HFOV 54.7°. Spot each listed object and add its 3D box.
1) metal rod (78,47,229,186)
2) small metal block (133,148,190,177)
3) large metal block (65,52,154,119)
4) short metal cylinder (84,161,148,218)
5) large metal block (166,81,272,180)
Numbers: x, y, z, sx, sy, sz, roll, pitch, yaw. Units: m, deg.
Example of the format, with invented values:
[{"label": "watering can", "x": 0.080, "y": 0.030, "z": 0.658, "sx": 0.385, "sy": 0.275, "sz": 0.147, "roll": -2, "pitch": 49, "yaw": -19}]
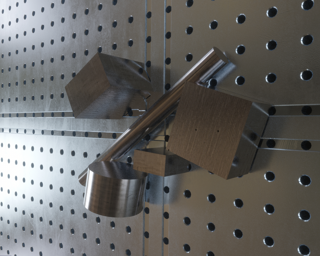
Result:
[{"label": "metal rod", "x": -0.027, "y": 0.001, "z": 0.428, "sx": 0.299, "sy": 0.025, "sz": 0.025, "roll": -41, "pitch": 65, "yaw": 32}, {"label": "small metal block", "x": 0.003, "y": 0.041, "z": 0.389, "sx": 0.050, "sy": 0.050, "sz": 0.025, "roll": 7, "pitch": 95, "yaw": 39}, {"label": "large metal block", "x": -0.070, "y": -0.054, "z": 0.430, "sx": 0.080, "sy": 0.081, "sz": 0.050, "roll": -35, "pitch": 69, "yaw": 34}, {"label": "short metal cylinder", "x": -0.059, "y": 0.080, "z": 0.419, "sx": 0.080, "sy": 0.081, "sz": 0.050, "roll": 15, "pitch": 100, "yaw": 38}, {"label": "large metal block", "x": 0.062, "y": 0.000, "z": 0.337, "sx": 0.080, "sy": 0.050, "sz": 0.079, "roll": 25, "pitch": 105, "yaw": 37}]
